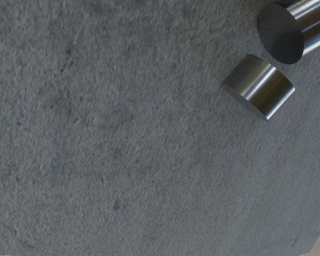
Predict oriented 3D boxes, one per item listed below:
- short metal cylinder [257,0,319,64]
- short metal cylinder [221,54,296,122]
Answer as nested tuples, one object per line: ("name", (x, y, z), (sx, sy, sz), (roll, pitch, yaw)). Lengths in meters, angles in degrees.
("short metal cylinder", (0.169, -0.127, 0.387), (0.050, 0.080, 0.080), (-31, 129, -9))
("short metal cylinder", (0.129, -0.053, 0.411), (0.050, 0.080, 0.080), (-50, 129, 7))
